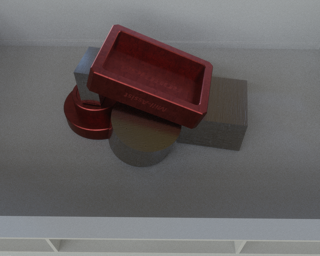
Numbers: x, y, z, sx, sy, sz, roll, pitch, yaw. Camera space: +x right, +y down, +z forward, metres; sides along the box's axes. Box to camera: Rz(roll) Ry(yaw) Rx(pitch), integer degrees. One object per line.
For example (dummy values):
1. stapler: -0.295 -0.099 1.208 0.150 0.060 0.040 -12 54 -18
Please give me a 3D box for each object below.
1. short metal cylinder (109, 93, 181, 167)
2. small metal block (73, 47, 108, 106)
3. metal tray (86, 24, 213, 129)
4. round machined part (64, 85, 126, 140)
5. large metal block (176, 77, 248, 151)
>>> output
1. short metal cylinder: -0.020 0.001 0.371 0.081 0.050 0.080 6 63 -11
2. small metal block: -0.081 -0.064 0.385 0.025 0.050 0.050 10 51 8
3. metal tray: -0.007 -0.061 0.359 0.131 0.030 0.090 20 50 -8
4. round machined part: -0.081 -0.035 0.420 0.099 0.042 0.098 0 50 0
5. large metal block: 0.068 -0.022 0.404 0.080 0.050 0.080 8 50 6
